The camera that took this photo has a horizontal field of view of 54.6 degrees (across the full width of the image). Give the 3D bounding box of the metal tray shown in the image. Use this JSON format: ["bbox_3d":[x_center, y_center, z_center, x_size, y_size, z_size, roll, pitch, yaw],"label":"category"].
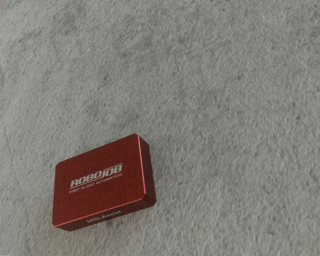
[{"bbox_3d":[-0.074,0.070,0.398,0.130,0.030,0.090,-21,54,16],"label":"metal tray"}]
